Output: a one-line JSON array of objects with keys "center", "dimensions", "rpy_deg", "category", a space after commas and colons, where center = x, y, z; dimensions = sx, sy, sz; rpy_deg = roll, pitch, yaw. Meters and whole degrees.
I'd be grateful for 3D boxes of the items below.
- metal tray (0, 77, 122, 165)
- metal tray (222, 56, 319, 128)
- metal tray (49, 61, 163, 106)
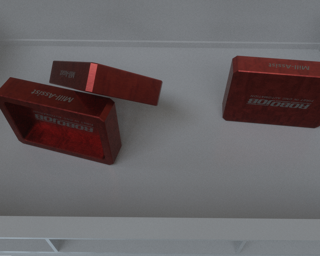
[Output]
[{"center": [-0.115, -0.006, 0.366], "dimensions": [0.131, 0.089, 0.030], "rpy_deg": [13, 52, 10], "category": "metal tray"}, {"center": [0.153, -0.044, 0.402], "dimensions": [0.131, 0.089, 0.030], "rpy_deg": [5, 51, 4], "category": "metal tray"}, {"center": [-0.070, -0.056, 0.381], "dimensions": [0.091, 0.030, 0.130], "rpy_deg": [9, 6, -37], "category": "metal tray"}]
